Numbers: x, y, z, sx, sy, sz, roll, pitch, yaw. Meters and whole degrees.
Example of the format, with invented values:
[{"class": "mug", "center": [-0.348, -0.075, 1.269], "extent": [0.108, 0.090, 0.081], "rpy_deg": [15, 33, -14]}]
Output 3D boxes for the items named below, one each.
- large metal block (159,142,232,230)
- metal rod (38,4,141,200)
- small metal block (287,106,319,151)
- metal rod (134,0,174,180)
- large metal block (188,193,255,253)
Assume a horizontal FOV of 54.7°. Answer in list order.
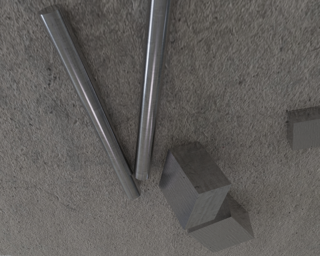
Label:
[{"class": "large metal block", "center": [0.044, 0.079, 0.430], "extent": [0.050, 0.080, 0.079], "rpy_deg": [-11, 135, -26]}, {"class": "metal rod", "center": [-0.075, -0.007, 0.400], "extent": [0.025, 0.025, 0.299], "rpy_deg": [-10, 130, 8]}, {"class": "small metal block", "center": [0.198, 0.000, 0.409], "extent": [0.050, 0.025, 0.050], "rpy_deg": [-10, 130, 8]}, {"class": "metal rod", "center": [-0.011, -0.044, 0.369], "extent": [0.025, 0.025, 0.298], "rpy_deg": [5, 130, -4]}, {"class": "large metal block", "center": [0.102, 0.162, 0.530], "extent": [0.080, 0.050, 0.080], "rpy_deg": [-30, 124, 23]}]
